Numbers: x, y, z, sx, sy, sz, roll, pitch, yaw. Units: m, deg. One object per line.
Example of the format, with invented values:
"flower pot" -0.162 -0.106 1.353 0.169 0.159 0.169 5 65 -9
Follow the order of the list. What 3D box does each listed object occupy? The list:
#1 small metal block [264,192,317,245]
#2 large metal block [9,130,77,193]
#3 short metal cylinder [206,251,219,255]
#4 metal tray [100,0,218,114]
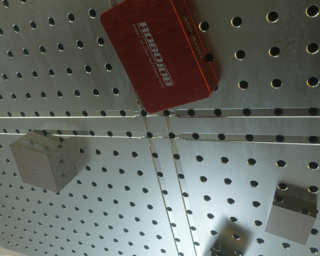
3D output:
"small metal block" 0.166 0.115 0.395 0.050 0.025 0.050 14 124 20
"large metal block" -0.200 0.057 0.536 0.080 0.050 0.079 10 123 22
"short metal cylinder" 0.083 0.242 0.482 0.050 0.080 0.079 29 128 9
"metal tray" -0.001 -0.087 0.354 0.090 0.030 0.129 -14 111 34
